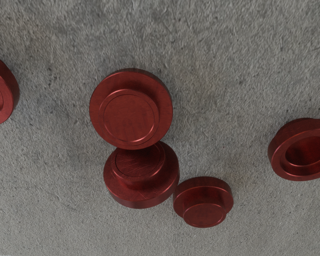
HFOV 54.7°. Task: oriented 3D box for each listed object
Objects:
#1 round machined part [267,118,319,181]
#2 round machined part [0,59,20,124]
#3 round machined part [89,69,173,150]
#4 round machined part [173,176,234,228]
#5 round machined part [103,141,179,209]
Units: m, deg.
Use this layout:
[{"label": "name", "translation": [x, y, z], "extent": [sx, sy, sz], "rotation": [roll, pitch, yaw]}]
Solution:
[{"label": "round machined part", "translation": [0.195, 0.025, 0.419], "extent": [0.099, 0.042, 0.097], "rotation": [0, 130, 0]}, {"label": "round machined part", "translation": [-0.210, -0.050, 0.351], "extent": [0.099, 0.042, 0.097], "rotation": [0, 130, 0]}, {"label": "round machined part", "translation": [-0.034, -0.018, 0.362], "extent": [0.099, 0.042, 0.097], "rotation": [0, 111, 1]}, {"label": "round machined part", "translation": [0.071, 0.126, 0.504], "extent": [0.099, 0.042, 0.097], "rotation": [0, 130, 0]}, {"label": "round machined part", "translation": [-0.025, 0.050, 0.399], "extent": [0.099, 0.098, 0.042], "rotation": [-5, 138, 4]}]
